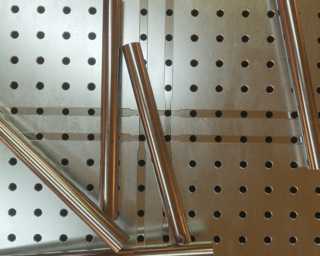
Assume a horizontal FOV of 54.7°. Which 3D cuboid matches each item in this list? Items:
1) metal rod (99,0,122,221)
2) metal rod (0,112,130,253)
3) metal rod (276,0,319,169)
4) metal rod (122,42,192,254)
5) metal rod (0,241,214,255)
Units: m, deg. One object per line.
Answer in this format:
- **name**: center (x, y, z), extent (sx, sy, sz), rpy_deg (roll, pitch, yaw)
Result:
- **metal rod**: center (-0.066, -0.028, 0.412), extent (0.025, 0.025, 0.298), rpy_deg (1, 90, -1)
- **metal rod**: center (-0.156, 0.045, 0.397), extent (0.300, 0.025, 0.025), rpy_deg (42, 90, 5)
- **metal rod**: center (0.184, -0.094, 0.415), extent (0.025, 0.025, 0.298), rpy_deg (-11, 90, 0)
- **metal rod**: center (-0.001, 0.034, 0.413), extent (0.025, 0.025, 0.298), rpy_deg (-15, 90, 0)
- **metal rod**: center (-0.084, 0.169, 0.397), extent (0.302, 0.025, 0.025), rpy_deg (-6, 90, 5)
